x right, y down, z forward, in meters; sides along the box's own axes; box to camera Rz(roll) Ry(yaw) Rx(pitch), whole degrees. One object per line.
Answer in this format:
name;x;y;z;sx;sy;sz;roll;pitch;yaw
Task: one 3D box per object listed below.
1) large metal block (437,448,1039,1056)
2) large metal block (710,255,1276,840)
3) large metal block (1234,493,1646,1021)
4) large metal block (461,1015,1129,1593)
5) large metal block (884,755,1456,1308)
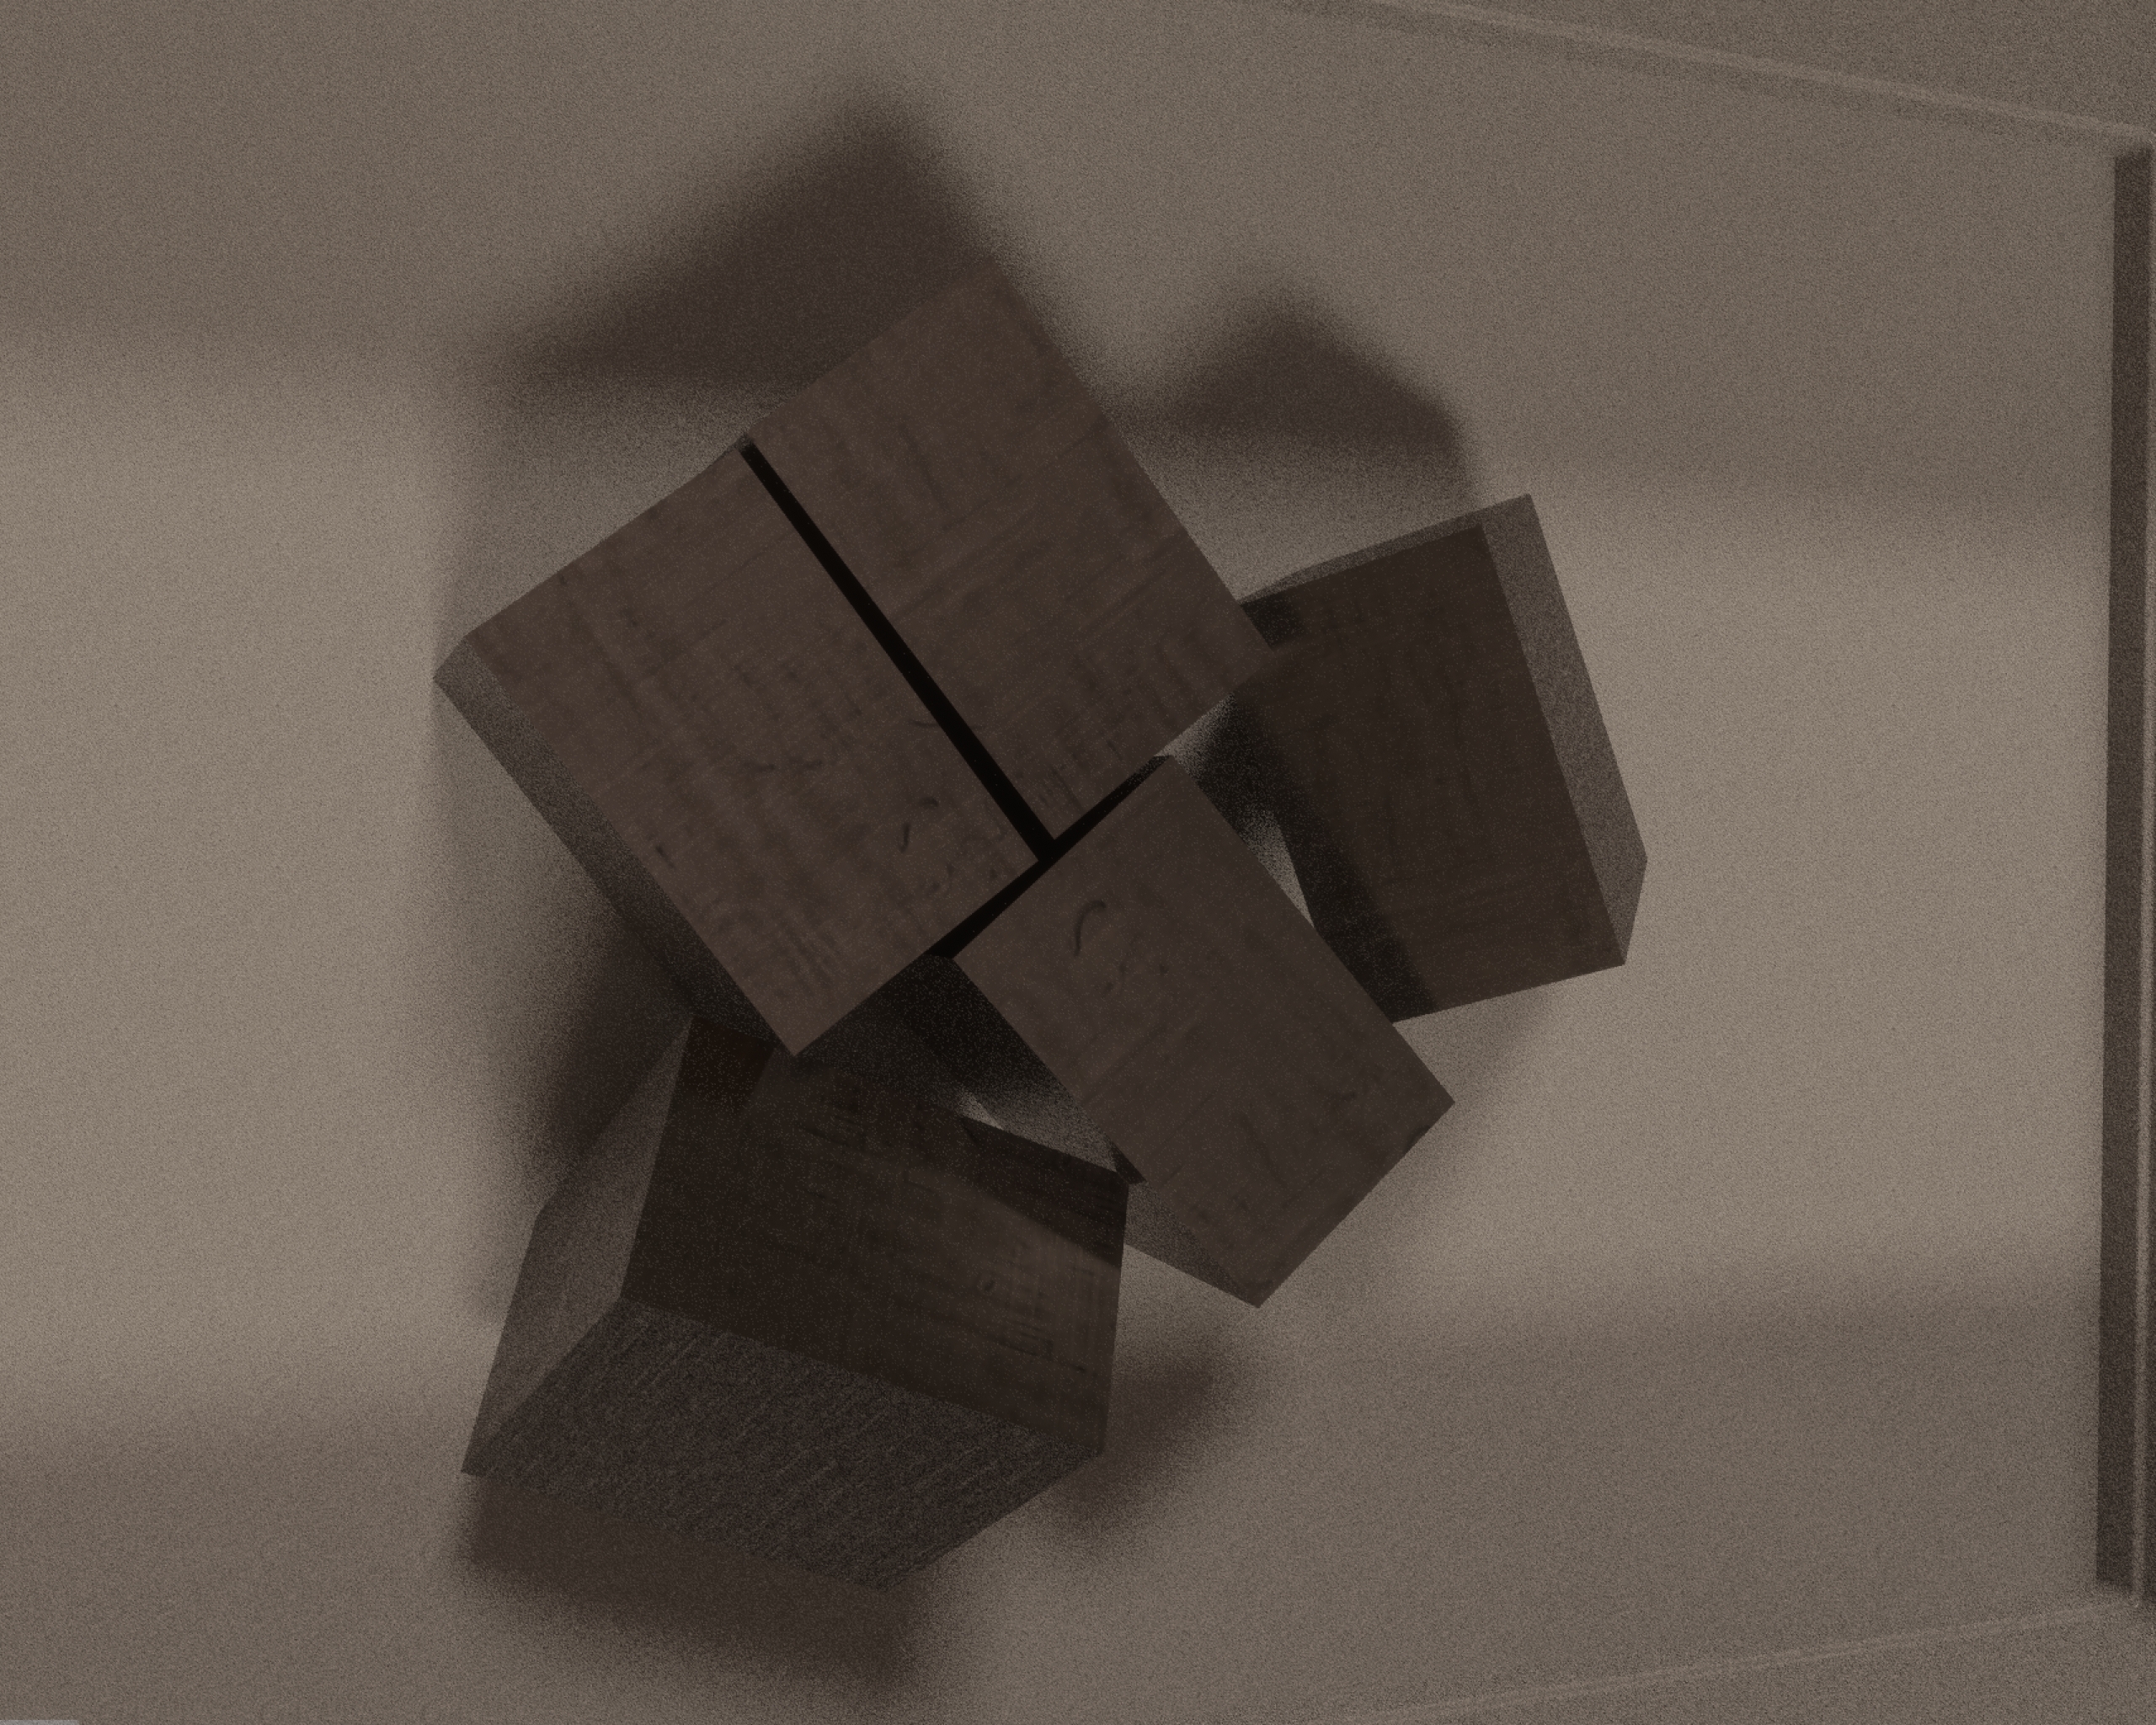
large metal block;-0.062;-0.017;0.358;0.050;0.080;0.080;-39;103;-16
large metal block;-0.023;-0.051;0.372;0.050;0.080;0.080;-41;103;-16
large metal block;0.071;-0.022;0.400;0.050;0.080;0.080;-17;98;21
large metal block;-0.048;0.079;0.356;0.080;0.080;0.050;23;48;-19
large metal block;0.009;0.028;0.384;0.050;0.080;0.080;-44;104;-15
